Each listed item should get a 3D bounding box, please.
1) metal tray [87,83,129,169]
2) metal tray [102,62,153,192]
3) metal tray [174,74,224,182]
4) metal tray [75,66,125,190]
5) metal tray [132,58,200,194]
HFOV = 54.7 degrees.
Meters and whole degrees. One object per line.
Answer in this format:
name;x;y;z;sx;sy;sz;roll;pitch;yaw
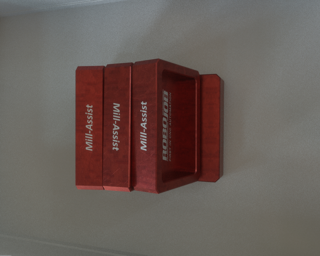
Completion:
metal tray;-0.053;-0.002;0.424;0.090;0.030;0.129;1;90;20
metal tray;-0.028;0.000;0.351;0.030;0.090;0.129;0;88;20
metal tray;0.033;0.000;0.394;0.090;0.030;0.129;1;90;20
metal tray;-0.067;0.000;0.363;0.030;0.090;0.129;0;90;7
metal tray;0.010;-0.002;0.336;0.030;0.091;0.129;0;90;34
